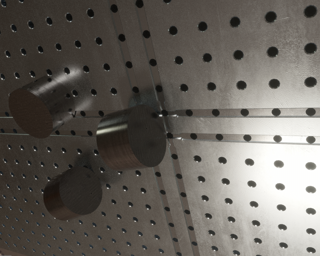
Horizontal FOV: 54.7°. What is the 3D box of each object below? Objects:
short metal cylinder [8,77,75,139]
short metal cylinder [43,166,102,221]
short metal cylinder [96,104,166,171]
[{"bbox_3d":[-0.177,-0.031,0.467,0.080,0.050,0.079,13,124,20],"label":"short metal cylinder"},{"bbox_3d":[-0.144,0.110,0.517,0.050,0.080,0.080,-28,103,37],"label":"short metal cylinder"},{"bbox_3d":[-0.035,0.014,0.401,0.050,0.080,0.080,-13,112,33],"label":"short metal cylinder"}]
